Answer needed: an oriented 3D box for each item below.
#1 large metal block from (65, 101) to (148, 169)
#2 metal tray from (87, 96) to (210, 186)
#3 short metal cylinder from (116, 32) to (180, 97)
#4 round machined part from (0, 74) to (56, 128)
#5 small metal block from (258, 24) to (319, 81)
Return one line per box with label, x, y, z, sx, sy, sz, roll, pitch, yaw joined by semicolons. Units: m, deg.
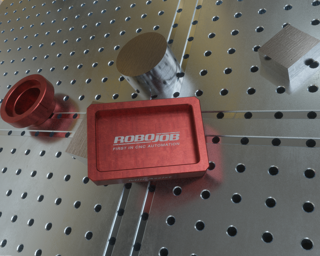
large metal block;-0.065;0.015;0.416;0.080;0.050;0.080;11;67;32
metal tray;-0.015;0.014;0.358;0.131;0.030;0.090;-5;70;-3
short metal cylinder;-0.017;-0.094;0.457;0.080;0.050;0.080;-13;56;20
round machined part;-0.222;-0.042;0.537;0.098;0.042;0.098;-13;56;20
small metal block;0.159;-0.093;0.382;0.050;0.025;0.050;-40;51;0
